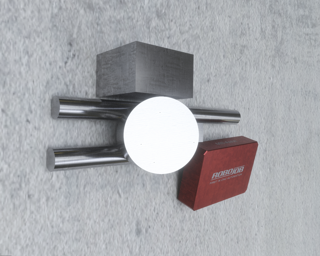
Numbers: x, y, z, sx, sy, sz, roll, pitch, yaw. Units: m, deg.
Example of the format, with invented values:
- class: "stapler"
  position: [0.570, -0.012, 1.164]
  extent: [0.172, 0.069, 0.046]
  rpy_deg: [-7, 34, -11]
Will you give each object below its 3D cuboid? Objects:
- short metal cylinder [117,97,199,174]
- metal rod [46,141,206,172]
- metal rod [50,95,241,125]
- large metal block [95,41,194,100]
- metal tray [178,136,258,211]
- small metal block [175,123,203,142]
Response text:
- class: "short metal cylinder"
  position: [-0.004, 0.008, 0.342]
  extent: [0.081, 0.050, 0.080]
  rpy_deg: [0, 88, -16]
- class: "metal rod"
  position: [0.004, 0.032, 0.412]
  extent: [0.302, 0.025, 0.025]
  rpy_deg: [0, 90, -40]
- class: "metal rod"
  position: [0.008, -0.019, 0.415]
  extent: [0.302, 0.025, 0.025]
  rpy_deg: [1, 90, -40]
- class: "large metal block"
  position: [-0.019, -0.060, 0.357]
  extent: [0.081, 0.080, 0.050]
  rpy_deg: [1, 90, -40]
- class: "metal tray"
  position: [0.090, 0.063, 0.463]
  extent: [0.131, 0.030, 0.089]
  rpy_deg: [-5, 111, -41]
- class: "small metal block"
  position: [0.021, 0.005, 0.409]
  extent: [0.050, 0.050, 0.025]
  rpy_deg: [1, 90, -40]
